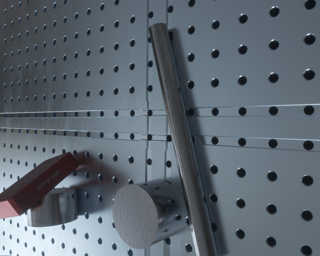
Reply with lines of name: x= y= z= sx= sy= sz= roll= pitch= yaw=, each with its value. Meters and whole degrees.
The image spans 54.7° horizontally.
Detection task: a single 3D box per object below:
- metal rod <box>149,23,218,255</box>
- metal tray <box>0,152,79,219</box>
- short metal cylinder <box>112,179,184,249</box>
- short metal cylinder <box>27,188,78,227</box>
metal rod: x=0.027 y=0.011 z=0.387 sx=0.025 sy=0.025 sz=0.299 roll=-19 pitch=78 yaw=38
metal tray: x=-0.208 y=0.094 z=0.515 sx=0.090 sy=0.131 sz=0.030 roll=-19 pitch=107 yaw=38
short metal cylinder: x=-0.016 y=0.111 z=0.407 sx=0.080 sy=0.050 sz=0.080 roll=0 pitch=90 yaw=40
short metal cylinder: x=-0.181 y=0.132 z=0.524 sx=0.080 sy=0.081 sz=0.050 roll=-8 pitch=85 yaw=40
